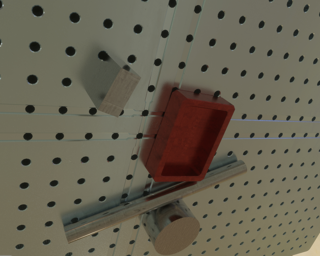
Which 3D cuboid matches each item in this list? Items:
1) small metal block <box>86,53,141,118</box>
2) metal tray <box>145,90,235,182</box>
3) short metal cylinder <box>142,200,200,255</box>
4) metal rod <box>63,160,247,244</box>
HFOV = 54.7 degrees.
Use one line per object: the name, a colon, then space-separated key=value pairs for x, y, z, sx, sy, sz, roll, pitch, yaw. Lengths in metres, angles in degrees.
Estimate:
small metal block: x=-0.052 y=-0.047 z=0.338 sx=0.025 sy=0.050 sz=0.050 roll=22 pitch=107 yaw=-37
metal tray: x=0.042 y=0.016 z=0.442 sx=0.091 sy=0.030 sz=0.129 roll=6 pitch=116 yaw=-31
short metal cylinder: x=0.018 y=0.159 z=0.505 sx=0.081 sy=0.050 sz=0.079 roll=-14 pitch=124 yaw=-21
metal rod: x=0.005 y=0.108 z=0.482 sx=0.302 sy=0.025 sz=0.025 roll=-17 pitch=125 yaw=-19
